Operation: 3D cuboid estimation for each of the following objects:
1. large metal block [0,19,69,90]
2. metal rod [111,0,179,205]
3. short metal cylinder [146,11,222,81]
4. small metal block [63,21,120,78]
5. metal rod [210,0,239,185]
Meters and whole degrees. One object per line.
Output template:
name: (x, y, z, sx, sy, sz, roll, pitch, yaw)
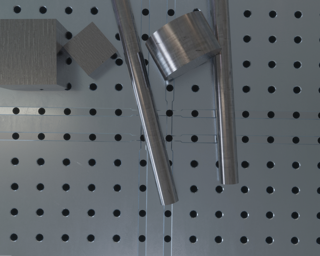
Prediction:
large metal block: (-0.166, -0.092, 0.399, 0.081, 0.050, 0.079, 0, 90, 0)
metal rod: (-0.023, -0.046, 0.413, 0.025, 0.025, 0.298, -14, 90, 0)
short metal cylinder: (0.029, -0.100, 0.386, 0.080, 0.080, 0.050, -28, 90, 0)
small metal block: (-0.090, -0.103, 0.413, 0.050, 0.025, 0.050, -41, 90, 0)
metal rod: (0.084, -0.076, 0.414, 0.025, 0.025, 0.298, -3, 90, 0)
